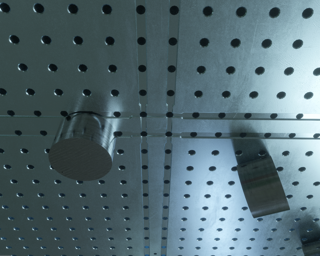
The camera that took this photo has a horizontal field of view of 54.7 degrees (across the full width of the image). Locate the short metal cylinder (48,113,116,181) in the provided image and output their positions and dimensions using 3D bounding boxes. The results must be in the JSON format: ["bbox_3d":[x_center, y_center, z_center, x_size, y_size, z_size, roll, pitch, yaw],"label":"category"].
[{"bbox_3d":[-0.102,0.026,0.416,0.081,0.050,0.079,0,130,0],"label":"short metal cylinder"}]

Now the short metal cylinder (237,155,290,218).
[{"bbox_3d":[0.149,0.085,0.449,0.050,0.080,0.080,-19,128,15],"label":"short metal cylinder"}]

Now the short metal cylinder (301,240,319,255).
[{"bbox_3d":[0.318,0.261,0.601,0.050,0.080,0.080,-25,126,20],"label":"short metal cylinder"}]
